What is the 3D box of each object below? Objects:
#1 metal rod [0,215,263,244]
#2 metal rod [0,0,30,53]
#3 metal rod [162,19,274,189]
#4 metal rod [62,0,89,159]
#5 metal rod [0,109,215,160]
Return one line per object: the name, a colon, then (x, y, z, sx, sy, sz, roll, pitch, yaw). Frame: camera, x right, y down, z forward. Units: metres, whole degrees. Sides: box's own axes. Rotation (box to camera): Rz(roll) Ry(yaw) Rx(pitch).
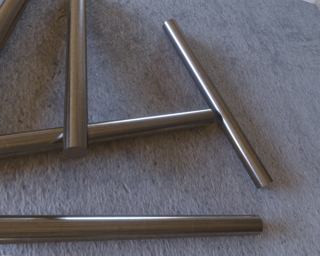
metal rod: (-0.013, 0.106, 0.332, 0.302, 0.025, 0.025, 7, 59, -25)
metal rod: (-0.196, -0.087, 0.351, 0.025, 0.025, 0.300, 19, 54, -18)
metal rod: (0.082, -0.047, 0.478, 0.025, 0.025, 0.299, -16, 70, -35)
metal rod: (-0.105, -0.098, 0.389, 0.025, 0.025, 0.299, 8, 53, -25)
metal rod: (-0.055, 0.003, 0.373, 0.303, 0.025, 0.025, -9, 66, -32)
